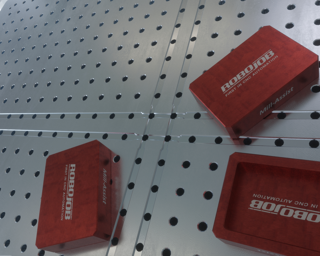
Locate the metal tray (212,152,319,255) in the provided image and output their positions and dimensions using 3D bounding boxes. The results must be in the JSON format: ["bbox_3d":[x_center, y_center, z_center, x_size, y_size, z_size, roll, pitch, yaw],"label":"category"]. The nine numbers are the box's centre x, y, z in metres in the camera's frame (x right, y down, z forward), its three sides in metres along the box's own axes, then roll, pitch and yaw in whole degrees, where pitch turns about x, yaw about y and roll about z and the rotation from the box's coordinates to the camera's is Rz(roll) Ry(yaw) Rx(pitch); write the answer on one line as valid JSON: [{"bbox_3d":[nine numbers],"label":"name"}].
[{"bbox_3d":[0.124,0.076,0.293,0.130,0.030,0.090,5,64,30],"label":"metal tray"}]

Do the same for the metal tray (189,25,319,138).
[{"bbox_3d":[0.113,-0.059,0.383,0.130,0.030,0.090,-38,51,2],"label":"metal tray"}]

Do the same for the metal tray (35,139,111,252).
[{"bbox_3d":[-0.112,0.088,0.411,0.090,0.030,0.130,-18,54,17],"label":"metal tray"}]
